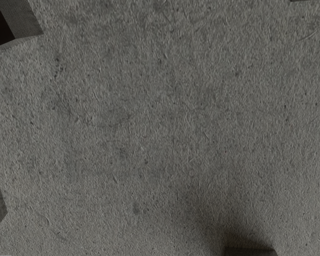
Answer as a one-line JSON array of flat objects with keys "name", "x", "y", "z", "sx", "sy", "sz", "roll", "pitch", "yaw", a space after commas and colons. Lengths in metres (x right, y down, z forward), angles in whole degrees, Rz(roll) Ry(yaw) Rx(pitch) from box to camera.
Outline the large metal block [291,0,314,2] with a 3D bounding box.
[{"name": "large metal block", "x": 0.193, "y": -0.182, "z": 0.331, "sx": 0.080, "sy": 0.050, "sz": 0.079, "roll": -5, "pitch": 110, "yaw": 1}]

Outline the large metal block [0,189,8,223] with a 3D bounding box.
[{"name": "large metal block", "x": -0.274, "y": 0.103, "z": 0.432, "sx": 0.080, "sy": 0.050, "sz": 0.079, "roll": -5, "pitch": 110, "yaw": 2}]

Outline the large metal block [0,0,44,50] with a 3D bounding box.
[{"name": "large metal block", "x": -0.180, "y": -0.128, "z": 0.332, "sx": 0.050, "sy": 0.080, "sz": 0.080, "roll": -20, "pitch": 109, "yaw": 7}]

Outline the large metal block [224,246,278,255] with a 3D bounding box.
[{"name": "large metal block", "x": 0.143, "y": 0.229, "z": 0.466, "sx": 0.081, "sy": 0.080, "sz": 0.050, "roll": 5, "pitch": 110, "yaw": -2}]
